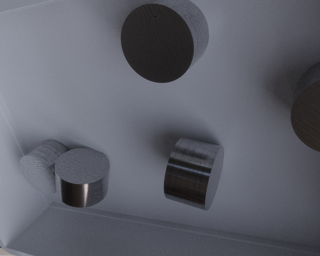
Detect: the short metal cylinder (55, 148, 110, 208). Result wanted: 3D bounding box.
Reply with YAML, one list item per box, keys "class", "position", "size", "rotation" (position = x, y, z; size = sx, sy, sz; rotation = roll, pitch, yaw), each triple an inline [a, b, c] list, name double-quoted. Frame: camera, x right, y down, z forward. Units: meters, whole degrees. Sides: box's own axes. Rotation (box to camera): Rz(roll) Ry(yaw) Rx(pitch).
- class: "short metal cylinder"
  position: [-0.120, 0.076, 0.481]
  size: [0.080, 0.080, 0.050]
  rotation: [21, 126, 15]

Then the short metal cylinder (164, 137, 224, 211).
- class: "short metal cylinder"
  position: [0.044, 0.056, 0.383]
  size: [0.050, 0.080, 0.079]
  rotation: [13, 124, 21]

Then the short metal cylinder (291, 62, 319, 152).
- class: "short metal cylinder"
  position: [0.168, -0.021, 0.291]
  size: [0.080, 0.050, 0.079]
  rotation: [13, 124, 20]

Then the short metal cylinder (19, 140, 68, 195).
- class: "short metal cylinder"
  position: [-0.190, 0.067, 0.530]
  size: [0.080, 0.050, 0.079]
  rotation: [14, 124, 21]

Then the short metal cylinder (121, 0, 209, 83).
- class: "short metal cylinder"
  position: [0.006, -0.094, 0.330]
  size: [0.080, 0.050, 0.079]
  rotation: [13, 124, 20]
